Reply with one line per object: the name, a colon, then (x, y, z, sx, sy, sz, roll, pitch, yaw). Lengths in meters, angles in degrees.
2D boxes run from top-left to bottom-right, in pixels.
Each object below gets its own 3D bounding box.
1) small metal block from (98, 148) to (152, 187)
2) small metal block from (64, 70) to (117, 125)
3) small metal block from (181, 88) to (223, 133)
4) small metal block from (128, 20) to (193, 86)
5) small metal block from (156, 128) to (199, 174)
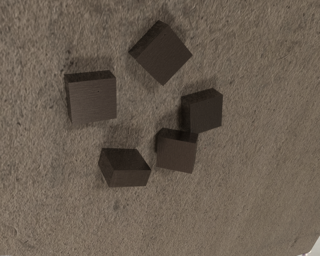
small metal block: (-0.046, 0.050, 0.398, 0.050, 0.050, 0.025, 4, 116, -31)
small metal block: (-0.077, -0.034, 0.345, 0.050, 0.025, 0.050, -11, 123, -23)
small metal block: (0.057, -0.022, 0.426, 0.050, 0.025, 0.050, -17, 126, -19)
small metal block: (0.001, -0.085, 0.356, 0.050, 0.025, 0.050, -46, 130, 4)
small metal block: (0.023, 0.031, 0.424, 0.050, 0.025, 0.050, 10, 121, 11)
